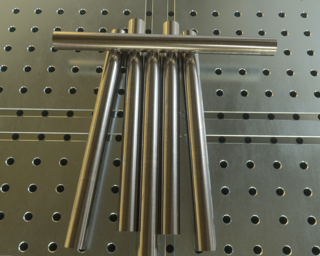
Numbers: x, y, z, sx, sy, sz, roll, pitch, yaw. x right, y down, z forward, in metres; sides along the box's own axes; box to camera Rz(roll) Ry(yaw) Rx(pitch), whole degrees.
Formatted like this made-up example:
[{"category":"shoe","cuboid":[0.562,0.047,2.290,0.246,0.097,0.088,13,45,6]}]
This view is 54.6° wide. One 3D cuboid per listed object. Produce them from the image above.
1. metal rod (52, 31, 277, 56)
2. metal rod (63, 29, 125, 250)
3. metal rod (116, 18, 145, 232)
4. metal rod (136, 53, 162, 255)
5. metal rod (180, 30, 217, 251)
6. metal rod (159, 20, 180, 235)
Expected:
[{"category":"metal rod","cuboid":[0.006,-0.116,0.428,0.302,0.025,0.025,2,70,0]},{"category":"metal rod","cuboid":[-0.080,0.000,0.410,0.025,0.025,0.299,7,70,2]},{"category":"metal rod","cuboid":[-0.037,-0.018,0.418,0.025,0.025,0.299,1,70,0]},{"category":"metal rod","cuboid":[-0.013,0.035,0.399,0.025,0.025,0.299,1,70,0]},{"category":"metal rod","cuboid":[0.048,0.002,0.412,0.025,0.025,0.299,-2,70,-1]},{"category":"metal rod","cuboid":[0.014,-0.014,0.418,0.025,0.025,0.299,1,70,0]}]
